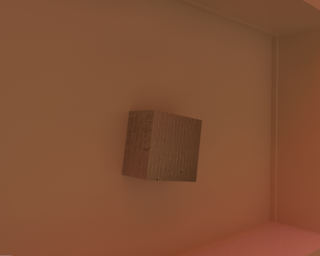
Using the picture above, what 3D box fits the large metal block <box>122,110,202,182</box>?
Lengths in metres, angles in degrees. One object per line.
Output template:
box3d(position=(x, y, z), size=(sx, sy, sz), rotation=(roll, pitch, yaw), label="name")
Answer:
box3d(position=(0.004, 0.024, 0.392), size=(0.081, 0.050, 0.080), rotation=(10, 84, -39), label="large metal block")
